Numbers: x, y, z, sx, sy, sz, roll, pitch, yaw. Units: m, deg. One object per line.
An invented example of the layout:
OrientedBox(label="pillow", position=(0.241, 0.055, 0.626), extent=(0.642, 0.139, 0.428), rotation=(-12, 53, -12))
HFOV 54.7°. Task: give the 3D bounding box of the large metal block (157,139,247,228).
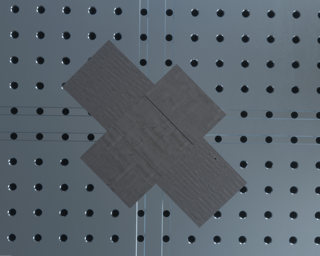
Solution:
OrientedBox(label="large metal block", position=(0.050, 0.065, 0.402), extent=(0.080, 0.050, 0.080), rotation=(-44, 91, 1))

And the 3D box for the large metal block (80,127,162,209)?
OrientedBox(label="large metal block", position=(-0.044, 0.044, 0.386), extent=(0.050, 0.080, 0.080), rotation=(-44, 91, 0))

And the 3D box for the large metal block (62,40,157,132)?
OrientedBox(label="large metal block", position=(-0.061, -0.050, 0.397), extent=(0.080, 0.050, 0.080), rotation=(45, 91, -1))

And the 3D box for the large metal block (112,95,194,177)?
OrientedBox(label="large metal block", position=(-0.008, 0.009, 0.386), extent=(0.050, 0.080, 0.080), rotation=(-44, 91, 0))

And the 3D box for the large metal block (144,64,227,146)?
OrientedBox(label="large metal block", position=(0.028, -0.026, 0.387), extent=(0.050, 0.080, 0.080), rotation=(-44, 91, 0))
